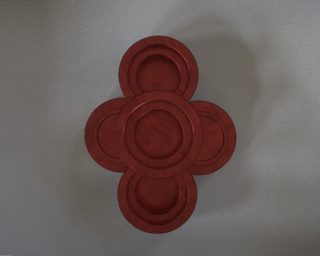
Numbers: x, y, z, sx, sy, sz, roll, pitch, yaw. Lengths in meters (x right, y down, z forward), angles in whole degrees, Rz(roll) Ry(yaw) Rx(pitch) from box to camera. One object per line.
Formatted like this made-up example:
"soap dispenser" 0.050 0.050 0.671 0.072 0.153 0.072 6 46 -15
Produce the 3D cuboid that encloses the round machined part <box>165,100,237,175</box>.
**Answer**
"round machined part" 0.051 0.013 0.401 0.099 0.042 0.097 0 90 -1

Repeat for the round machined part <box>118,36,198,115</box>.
"round machined part" -0.002 -0.065 0.401 0.099 0.042 0.097 0 90 -1

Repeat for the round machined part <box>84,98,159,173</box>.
"round machined part" -0.049 0.009 0.400 0.099 0.042 0.097 0 90 -1

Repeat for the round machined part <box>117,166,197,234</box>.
"round machined part" -0.003 0.082 0.401 0.099 0.042 0.097 0 90 -1

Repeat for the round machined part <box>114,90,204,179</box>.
"round machined part" -0.002 0.007 0.359 0.099 0.042 0.097 0 90 -1
